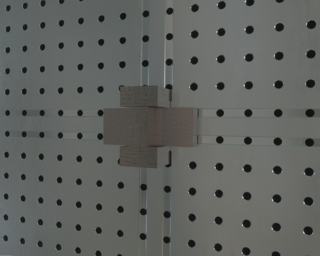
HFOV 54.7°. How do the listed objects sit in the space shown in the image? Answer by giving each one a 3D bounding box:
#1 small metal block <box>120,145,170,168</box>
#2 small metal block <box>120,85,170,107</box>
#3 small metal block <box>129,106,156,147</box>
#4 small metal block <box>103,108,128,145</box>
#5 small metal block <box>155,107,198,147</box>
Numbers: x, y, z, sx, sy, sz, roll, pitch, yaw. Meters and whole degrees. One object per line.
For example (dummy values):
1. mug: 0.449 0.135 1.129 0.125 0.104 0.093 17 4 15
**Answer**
1. small metal block: -0.019 0.036 0.405 0.050 0.050 0.025 1 91 19
2. small metal block: -0.018 -0.039 0.404 0.050 0.050 0.025 1 91 19
3. small metal block: -0.018 -0.002 0.404 0.025 0.050 0.050 1 90 20
4. small metal block: -0.050 -0.002 0.429 0.050 0.025 0.050 1 90 19
5. small metal block: 0.022 -0.001 0.404 0.050 0.025 0.050 1 90 19
